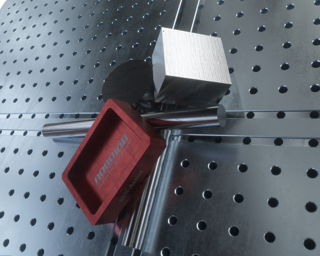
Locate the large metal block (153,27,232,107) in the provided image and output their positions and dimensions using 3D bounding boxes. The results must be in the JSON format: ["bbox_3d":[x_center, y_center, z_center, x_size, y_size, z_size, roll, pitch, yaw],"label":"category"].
[{"bbox_3d":[0.037,-0.075,0.394,0.081,0.050,0.080,6,56,-15],"label":"large metal block"}]

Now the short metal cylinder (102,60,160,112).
[{"bbox_3d":[-0.035,-0.050,0.440,0.080,0.050,0.080,-13,56,21],"label":"short metal cylinder"}]

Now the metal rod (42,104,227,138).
[{"bbox_3d":[-0.057,-0.004,0.420,0.300,0.025,0.025,-4,60,34],"label":"metal rod"}]

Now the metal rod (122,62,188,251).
[{"bbox_3d":[0.005,0.001,0.405,0.025,0.025,0.300,1,62,29],"label":"metal rod"}]

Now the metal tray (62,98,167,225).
[{"bbox_3d":[-0.061,0.041,0.379,0.090,0.030,0.129,44,108,33],"label":"metal tray"}]
